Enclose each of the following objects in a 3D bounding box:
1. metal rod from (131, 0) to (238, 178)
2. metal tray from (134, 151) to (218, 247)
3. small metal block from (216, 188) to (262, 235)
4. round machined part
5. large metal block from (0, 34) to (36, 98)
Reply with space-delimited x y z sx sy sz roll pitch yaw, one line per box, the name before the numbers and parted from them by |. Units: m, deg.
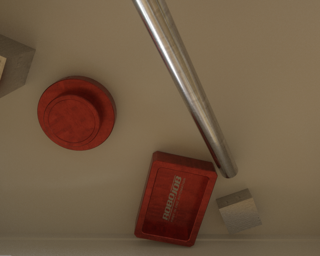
metal rod | 0.038 -0.033 0.337 0.025 0.025 0.299 -25 133 9
metal tray | 0.020 0.104 0.447 0.091 0.030 0.129 12 110 -5
small metal block | 0.117 0.124 0.459 0.050 0.025 0.050 -21 109 7
round machined part | -0.107 -0.015 0.395 0.099 0.042 0.097 0 110 -1
large metal block | -0.202 -0.078 0.350 0.080 0.080 0.050 23 108 -9
